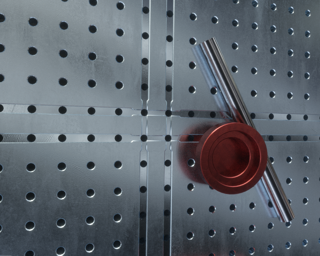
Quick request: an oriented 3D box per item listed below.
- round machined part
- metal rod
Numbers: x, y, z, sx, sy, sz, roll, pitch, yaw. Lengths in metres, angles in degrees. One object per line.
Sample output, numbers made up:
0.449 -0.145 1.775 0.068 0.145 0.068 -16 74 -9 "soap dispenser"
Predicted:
0.095 0.040 0.434 0.099 0.042 0.097 -1 94 -13 "round machined part"
0.132 0.009 0.461 0.025 0.025 0.299 -30 100 -18 "metal rod"
